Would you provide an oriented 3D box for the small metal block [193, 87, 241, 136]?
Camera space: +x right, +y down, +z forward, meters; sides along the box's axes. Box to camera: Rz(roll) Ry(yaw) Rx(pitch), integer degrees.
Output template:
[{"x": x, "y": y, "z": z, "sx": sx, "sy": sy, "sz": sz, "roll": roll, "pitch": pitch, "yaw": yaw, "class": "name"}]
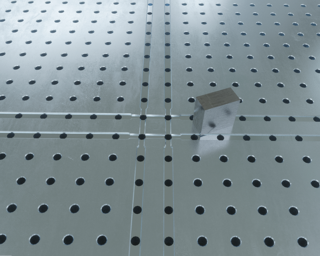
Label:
[{"x": 0.073, "y": -0.022, "z": 0.411, "sx": 0.050, "sy": 0.050, "sz": 0.025, "roll": -17, "pitch": 52, "yaw": -14, "class": "small metal block"}]
